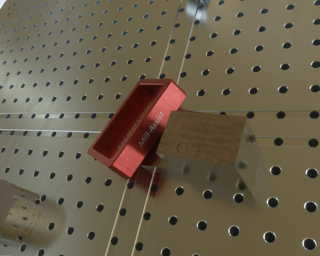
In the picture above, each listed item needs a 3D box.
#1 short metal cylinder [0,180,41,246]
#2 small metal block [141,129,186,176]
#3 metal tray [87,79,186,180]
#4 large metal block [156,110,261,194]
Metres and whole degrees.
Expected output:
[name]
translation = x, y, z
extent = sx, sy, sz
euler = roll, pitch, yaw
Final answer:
[short metal cylinder]
translation = -0.217, 0.119, 0.434
extent = 0.080, 0.050, 0.080
euler = -13, 56, 21
[small metal block]
translation = 0.010, 0.030, 0.384
extent = 0.050, 0.025, 0.050
euler = 3, 63, 29
[metal tray]
translation = -0.032, -0.005, 0.403
extent = 0.130, 0.030, 0.090
euler = -55, 29, -12
[large metal block]
translation = 0.055, 0.026, 0.328
extent = 0.080, 0.080, 0.050
euler = 7, 65, 31
